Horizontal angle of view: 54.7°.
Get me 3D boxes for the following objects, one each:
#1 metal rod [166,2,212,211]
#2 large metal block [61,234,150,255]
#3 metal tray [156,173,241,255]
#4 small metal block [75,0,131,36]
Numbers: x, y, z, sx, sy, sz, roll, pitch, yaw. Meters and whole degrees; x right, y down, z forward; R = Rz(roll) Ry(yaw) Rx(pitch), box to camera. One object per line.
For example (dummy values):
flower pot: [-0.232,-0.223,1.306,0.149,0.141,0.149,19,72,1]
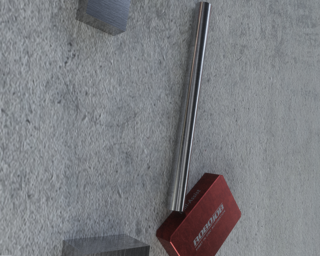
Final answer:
metal rod: [0.043,-0.035,0.442,0.025,0.025,0.298,15,81,-40]
large metal block: [-0.062,0.166,0.338,0.081,0.050,0.080,10,84,-40]
metal tray: [0.062,0.141,0.457,0.131,0.030,0.090,-43,116,-32]
small metal block: [-0.063,-0.140,0.353,0.050,0.025,0.050,14,81,-39]
